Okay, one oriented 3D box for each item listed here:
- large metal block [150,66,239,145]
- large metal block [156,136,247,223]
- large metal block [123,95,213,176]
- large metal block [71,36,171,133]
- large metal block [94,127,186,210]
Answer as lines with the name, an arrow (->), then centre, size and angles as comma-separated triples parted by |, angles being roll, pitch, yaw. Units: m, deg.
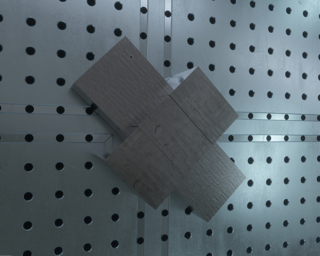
large metal block -> 0.040, -0.026, 0.400 | 0.050, 0.080, 0.080 | -46, 105, -14
large metal block -> 0.054, 0.065, 0.421 | 0.080, 0.050, 0.080 | -45, 105, -14
large metal block -> 0.005, 0.009, 0.387 | 0.050, 0.080, 0.080 | -46, 105, -14
large metal block -> -0.048, -0.050, 0.379 | 0.080, 0.050, 0.080 | -47, 105, -13
large metal block -> -0.028, 0.044, 0.374 | 0.050, 0.080, 0.080 | -46, 105, -14
